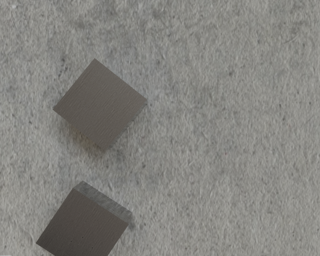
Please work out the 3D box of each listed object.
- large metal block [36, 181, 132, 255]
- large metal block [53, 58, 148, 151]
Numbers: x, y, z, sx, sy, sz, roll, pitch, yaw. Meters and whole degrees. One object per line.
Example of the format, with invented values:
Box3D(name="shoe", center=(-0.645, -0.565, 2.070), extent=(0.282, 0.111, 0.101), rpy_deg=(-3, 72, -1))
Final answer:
Box3D(name="large metal block", center=(-0.093, 0.127, 0.396), extent=(0.080, 0.050, 0.080), rpy_deg=(34, 90, -1))
Box3D(name="large metal block", center=(-0.072, -0.028, 0.397), extent=(0.080, 0.050, 0.080), rpy_deg=(39, 90, -1))
